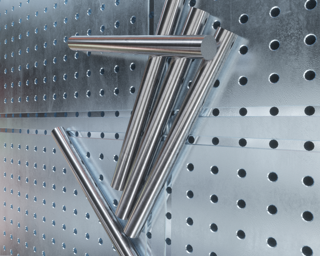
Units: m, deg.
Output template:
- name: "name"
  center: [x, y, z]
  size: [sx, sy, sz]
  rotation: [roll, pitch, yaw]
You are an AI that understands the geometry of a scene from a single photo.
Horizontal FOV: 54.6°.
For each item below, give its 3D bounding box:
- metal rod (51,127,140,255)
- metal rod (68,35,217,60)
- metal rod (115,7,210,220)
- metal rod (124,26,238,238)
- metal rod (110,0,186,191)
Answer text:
- name: "metal rod"
  center: [-0.103, 0.110, 0.495]
  size: [0.300, 0.025, 0.025]
  rotation: [51, 120, 27]
- name: "metal rod"
  center: [-0.048, -0.114, 0.424]
  size: [0.300, 0.025, 0.025]
  rotation: [18, 102, 46]
- name: "metal rod"
  center: [-0.003, -0.007, 0.412]
  size: [0.025, 0.025, 0.298]
  rotation: [33, 110, 35]
- name: "metal rod"
  center: [0.018, 0.020, 0.395]
  size: [0.025, 0.025, 0.298]
  rotation: [38, 113, 33]
- name: "metal rod"
  center: [-0.017, -0.050, 0.424]
  size: [0.025, 0.025, 0.298]
  rotation: [29, 108, 36]
